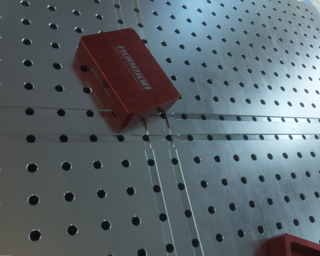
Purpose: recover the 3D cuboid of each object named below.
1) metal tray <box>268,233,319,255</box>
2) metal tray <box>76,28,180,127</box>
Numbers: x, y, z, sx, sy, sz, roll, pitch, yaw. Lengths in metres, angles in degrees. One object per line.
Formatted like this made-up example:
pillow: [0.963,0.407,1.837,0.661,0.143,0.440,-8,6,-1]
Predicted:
metal tray: [0.181,0.207,0.378,0.091,0.030,0.130,22,53,-15]
metal tray: [-0.044,-0.074,0.428,0.091,0.030,0.130,-25,75,-37]
